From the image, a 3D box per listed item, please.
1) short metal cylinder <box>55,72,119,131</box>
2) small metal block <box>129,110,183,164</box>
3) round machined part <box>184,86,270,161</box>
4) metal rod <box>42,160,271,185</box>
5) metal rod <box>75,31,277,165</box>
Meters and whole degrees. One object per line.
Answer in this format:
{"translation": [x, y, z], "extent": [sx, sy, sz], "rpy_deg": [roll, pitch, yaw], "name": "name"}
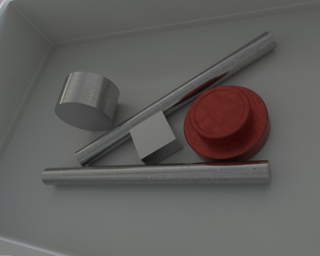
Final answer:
{"translation": [-0.103, -0.036, 0.443], "extent": [0.080, 0.080, 0.050], "rpy_deg": [-5, 60, 25], "name": "short metal cylinder"}
{"translation": [-0.006, 0.014, 0.396], "extent": [0.050, 0.025, 0.050], "rpy_deg": [-31, 52, 8], "name": "small metal block"}
{"translation": [0.073, -0.010, 0.358], "extent": [0.098, 0.042, 0.098], "rpy_deg": [-13, 56, 20], "name": "round machined part"}
{"translation": [-0.024, 0.057, 0.380], "extent": [0.301, 0.025, 0.025], "rpy_deg": [-5, 60, 25], "name": "metal rod"}
{"translation": [0.016, -0.035, 0.416], "extent": [0.300, 0.025, 0.025], "rpy_deg": [-32, 52, 7], "name": "metal rod"}
